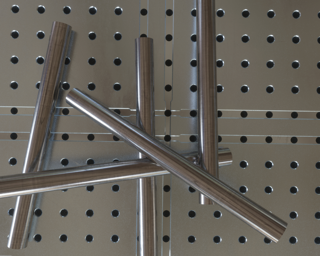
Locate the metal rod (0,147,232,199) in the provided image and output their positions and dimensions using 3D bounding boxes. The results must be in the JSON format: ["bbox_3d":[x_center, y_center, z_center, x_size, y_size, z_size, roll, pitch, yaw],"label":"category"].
[{"bbox_3d":[-0.054,0.053,0.376,0.302,0.025,0.025,-6,90,-15],"label":"metal rod"}]

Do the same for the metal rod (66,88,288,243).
[{"bbox_3d":[0.005,0.034,0.369,0.300,0.025,0.025,32,90,17],"label":"metal rod"}]

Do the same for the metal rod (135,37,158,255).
[{"bbox_3d":[-0.018,0.031,0.413,0.025,0.025,0.298,-1,90,-1],"label":"metal rod"}]

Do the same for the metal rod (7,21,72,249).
[{"bbox_3d":[-0.159,0.009,0.411,0.025,0.025,0.298,12,90,-1],"label":"metal rod"}]

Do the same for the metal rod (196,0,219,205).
[{"bbox_3d":[0.060,-0.057,0.394,0.025,0.025,0.298,0,82,-1],"label":"metal rod"}]
